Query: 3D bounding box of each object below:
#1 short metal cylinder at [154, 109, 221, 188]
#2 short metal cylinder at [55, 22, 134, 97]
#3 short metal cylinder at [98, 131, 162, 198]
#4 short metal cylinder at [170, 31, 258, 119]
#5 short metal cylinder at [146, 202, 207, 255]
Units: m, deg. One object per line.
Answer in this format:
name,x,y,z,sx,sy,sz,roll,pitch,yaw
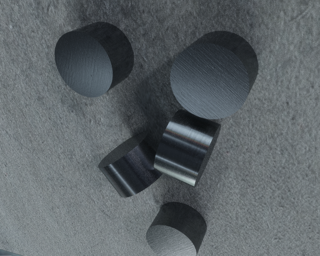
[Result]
short metal cylinder,0.034,0.024,0.367,0.050,0.080,0.079,22,127,14
short metal cylinder,-0.079,-0.084,0.379,0.080,0.050,0.079,13,124,20
short metal cylinder,-0.035,0.048,0.418,0.080,0.080,0.050,-26,105,36
short metal cylinder,0.058,-0.056,0.325,0.080,0.050,0.079,13,124,20
short metal cylinder,0.026,0.161,0.476,0.080,0.050,0.079,13,124,20
